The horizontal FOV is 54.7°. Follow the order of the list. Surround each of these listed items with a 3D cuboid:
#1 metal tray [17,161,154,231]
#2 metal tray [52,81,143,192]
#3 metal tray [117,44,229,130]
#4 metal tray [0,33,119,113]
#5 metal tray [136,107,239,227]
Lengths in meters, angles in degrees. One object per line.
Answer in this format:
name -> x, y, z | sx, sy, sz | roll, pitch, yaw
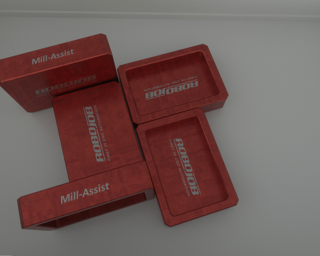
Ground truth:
metal tray -> -0.073, 0.078, 0.343 | 0.131, 0.090, 0.030 | -16, 71, -6
metal tray -> -0.079, 0.011, 0.399 | 0.091, 0.030, 0.130 | -16, 71, -6
metal tray -> 0.016, -0.057, 0.426 | 0.131, 0.030, 0.090 | -16, 71, -6
metal tray -> -0.122, -0.066, 0.394 | 0.131, 0.090, 0.030 | -17, 71, -7
metal tray -> 0.031, 0.047, 0.388 | 0.091, 0.030, 0.130 | -16, 71, -6
